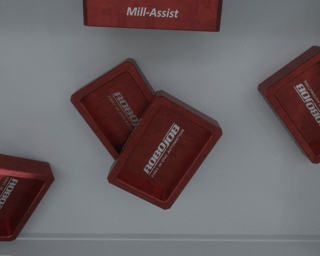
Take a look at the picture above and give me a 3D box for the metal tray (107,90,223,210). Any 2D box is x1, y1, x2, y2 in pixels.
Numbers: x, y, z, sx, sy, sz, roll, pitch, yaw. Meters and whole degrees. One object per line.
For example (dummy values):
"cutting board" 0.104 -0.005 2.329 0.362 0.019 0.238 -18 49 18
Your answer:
"metal tray" 0.004 0.030 0.386 0.090 0.030 0.129 29 107 -10

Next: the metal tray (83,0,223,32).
"metal tray" -0.007 -0.123 0.330 0.131 0.090 0.030 2 110 -1

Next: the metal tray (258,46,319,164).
"metal tray" 0.201 -0.027 0.399 0.090 0.030 0.130 -37 106 12

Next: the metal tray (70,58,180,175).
"metal tray" -0.040 -0.012 0.403 0.090 0.030 0.130 -30 108 10

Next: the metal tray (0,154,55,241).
"metal tray" -0.215 0.097 0.417 0.090 0.030 0.129 21 112 -43
